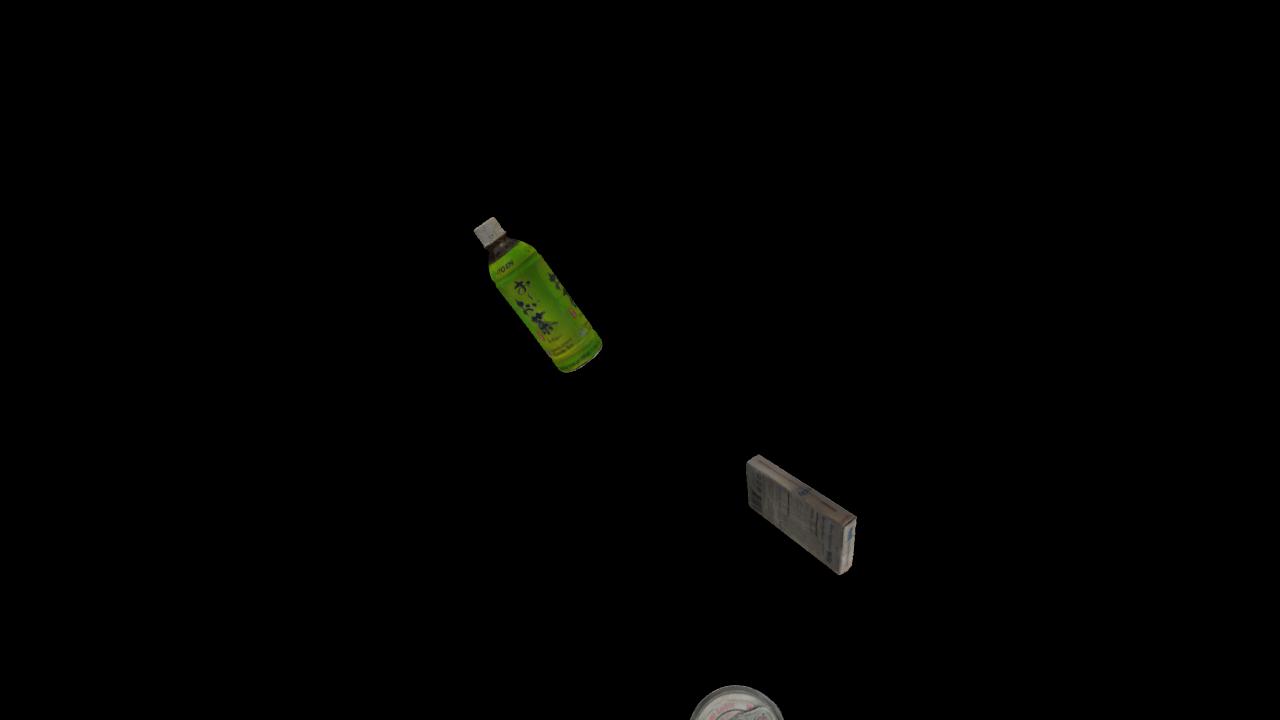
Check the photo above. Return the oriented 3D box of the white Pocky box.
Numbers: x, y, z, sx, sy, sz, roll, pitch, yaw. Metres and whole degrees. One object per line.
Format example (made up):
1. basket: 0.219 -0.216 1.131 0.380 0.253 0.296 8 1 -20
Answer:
1. white Pocky box: 0.194 0.187 0.760 0.028 0.084 0.154 -26 35 -27

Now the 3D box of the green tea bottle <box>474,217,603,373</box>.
1. green tea bottle: -0.132 -0.083 0.775 0.073 0.212 0.073 -33 19 13

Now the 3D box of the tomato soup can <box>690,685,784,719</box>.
1. tomato soup can: 0.075 0.290 0.436 0.068 0.101 0.068 -11 33 7
